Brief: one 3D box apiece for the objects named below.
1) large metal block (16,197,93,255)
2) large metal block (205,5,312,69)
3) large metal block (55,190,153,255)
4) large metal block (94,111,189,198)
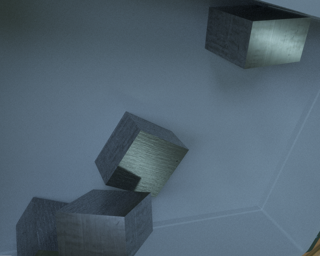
[{"bbox_3d":[-0.128,0.140,0.388,0.080,0.080,0.050,23,110,-37],"label":"large metal block"},{"bbox_3d":[0.111,-0.111,0.365,0.081,0.080,0.050,-12,124,-22],"label":"large metal block"},{"bbox_3d":[-0.060,0.109,0.359,0.080,0.080,0.050,-1,96,17],"label":"large metal block"},{"bbox_3d":[-0.024,0.036,0.401,0.080,0.050,0.080,24,105,-37],"label":"large metal block"}]
